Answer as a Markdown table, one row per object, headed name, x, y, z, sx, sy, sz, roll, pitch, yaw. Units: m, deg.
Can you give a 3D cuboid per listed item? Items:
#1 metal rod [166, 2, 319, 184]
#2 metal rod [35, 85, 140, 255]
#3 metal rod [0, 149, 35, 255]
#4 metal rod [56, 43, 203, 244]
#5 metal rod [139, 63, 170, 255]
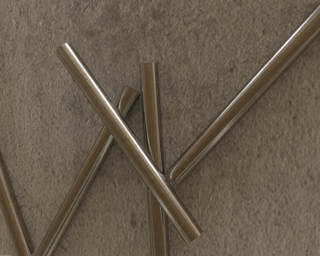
| name | x | y | z | sx | sy | sz | roll | pitch | yaw |
| --- | --- | --- | --- | --- | --- | --- | --- | --- | --- |
| metal rod | 0.113 | -0.046 | 0.368 | 0.025 | 0.025 | 0.299 | 44 | 103 | 14 |
| metal rod | -0.109 | 0.076 | 0.445 | 0.025 | 0.025 | 0.299 | 32 | 100 | 16 |
| metal rod | -0.264 | 0.062 | 0.499 | 0.025 | 0.025 | 0.299 | -25 | 82 | 18 |
| metal rod | -0.045 | 0.011 | 0.396 | 0.025 | 0.025 | 0.299 | -39 | 78 | 15 |
| metal rod | -0.006 | 0.064 | 0.410 | 0.025 | 0.025 | 0.298 | -4 | 89 | 19 |
